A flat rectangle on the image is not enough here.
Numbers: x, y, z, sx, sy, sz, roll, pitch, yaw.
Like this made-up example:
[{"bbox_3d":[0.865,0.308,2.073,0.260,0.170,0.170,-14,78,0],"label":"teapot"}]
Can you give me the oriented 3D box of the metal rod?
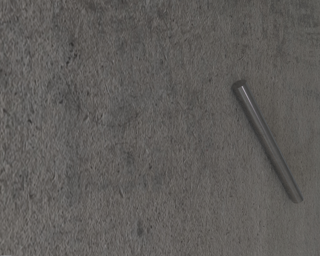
[{"bbox_3d":[0.209,0.037,0.579,0.025,0.025,0.299,-50,120,-28],"label":"metal rod"}]
